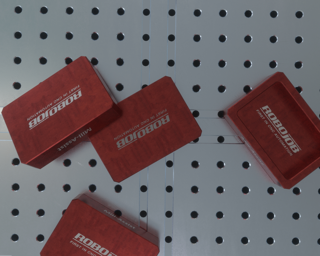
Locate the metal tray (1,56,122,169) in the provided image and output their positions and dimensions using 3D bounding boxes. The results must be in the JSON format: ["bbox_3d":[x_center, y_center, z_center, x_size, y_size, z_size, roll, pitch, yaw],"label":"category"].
[{"bbox_3d":[-0.125,-0.021,0.392,0.130,0.030,0.090,-34,66,0],"label":"metal tray"}]

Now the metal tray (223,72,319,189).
[{"bbox_3d":[0.159,0.003,0.411,0.090,0.030,0.130,-37,90,0],"label":"metal tray"}]

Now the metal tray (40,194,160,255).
[{"bbox_3d":[-0.077,0.159,0.411,0.130,0.030,0.090,31,90,0],"label":"metal tray"}]

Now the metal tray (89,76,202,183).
[{"bbox_3d":[-0.023,0.002,0.411,0.130,0.030,0.090,-30,90,0],"label":"metal tray"}]
